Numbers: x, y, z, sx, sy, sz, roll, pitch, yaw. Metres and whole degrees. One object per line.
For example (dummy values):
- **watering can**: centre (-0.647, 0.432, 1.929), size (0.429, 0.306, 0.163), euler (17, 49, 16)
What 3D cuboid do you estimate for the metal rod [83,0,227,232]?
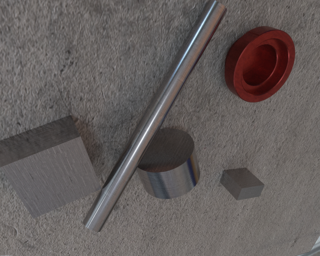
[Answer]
- **metal rod**: centre (-0.007, -0.012, 0.366), size (0.025, 0.025, 0.299), euler (28, 94, -38)

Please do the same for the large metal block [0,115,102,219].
- **large metal block**: centre (-0.122, 0.043, 0.351), size (0.081, 0.050, 0.080), euler (-22, 127, -15)

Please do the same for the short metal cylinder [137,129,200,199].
- **short metal cylinder**: centre (0.009, 0.045, 0.406), size (0.080, 0.080, 0.050), euler (-26, 128, -13)

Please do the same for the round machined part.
- **round machined part**: centre (0.127, -0.087, 0.414), size (0.099, 0.042, 0.097), euler (-14, 125, -21)

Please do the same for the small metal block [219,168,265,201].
- **small metal block**: centre (0.139, 0.094, 0.528), size (0.050, 0.050, 0.025), euler (-2, 119, -28)
